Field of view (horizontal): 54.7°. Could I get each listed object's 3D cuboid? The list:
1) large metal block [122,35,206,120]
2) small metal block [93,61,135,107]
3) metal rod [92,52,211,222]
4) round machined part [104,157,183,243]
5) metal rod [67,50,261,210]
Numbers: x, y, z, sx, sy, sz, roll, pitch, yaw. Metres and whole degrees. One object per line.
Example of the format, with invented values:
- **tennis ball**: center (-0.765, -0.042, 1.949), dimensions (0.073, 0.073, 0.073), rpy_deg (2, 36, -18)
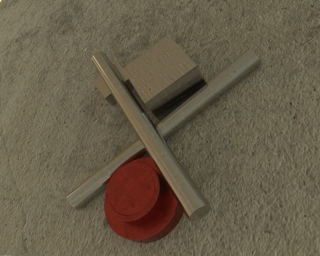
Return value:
- **large metal block**: center (0.007, -0.068, 0.428), dimensions (0.080, 0.050, 0.080), rpy_deg (-36, 51, 4)
- **small metal block**: center (-0.070, -0.069, 0.484), dimensions (0.050, 0.025, 0.050), rpy_deg (-40, 51, 0)
- **metal rod**: center (-0.028, -0.013, 0.394), dimensions (0.025, 0.025, 0.300), rpy_deg (-37, 51, 3)
- **round machined part**: center (-0.023, 0.078, 0.357), dimensions (0.098, 0.042, 0.098), rpy_deg (-13, 56, 20)
- **metal rod**: center (0.004, 0.003, 0.402), dimensions (0.300, 0.025, 0.025), rpy_deg (-39, 51, 1)
